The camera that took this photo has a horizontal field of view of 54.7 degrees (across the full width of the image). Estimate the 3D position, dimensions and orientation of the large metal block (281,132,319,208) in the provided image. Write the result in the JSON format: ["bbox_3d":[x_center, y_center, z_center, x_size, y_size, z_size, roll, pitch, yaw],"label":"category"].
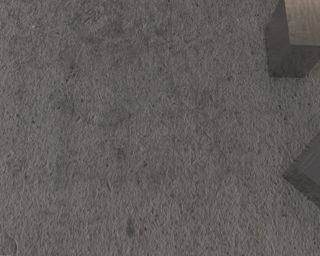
[{"bbox_3d":[0.214,0.053,0.377,0.080,0.050,0.080,42,75,14],"label":"large metal block"}]

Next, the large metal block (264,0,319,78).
[{"bbox_3d":[0.184,-0.124,0.425,0.050,0.080,0.080,2,70,1],"label":"large metal block"}]
